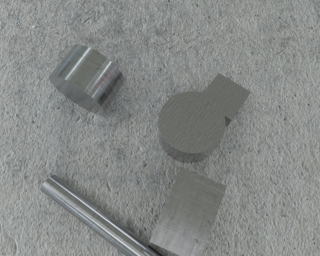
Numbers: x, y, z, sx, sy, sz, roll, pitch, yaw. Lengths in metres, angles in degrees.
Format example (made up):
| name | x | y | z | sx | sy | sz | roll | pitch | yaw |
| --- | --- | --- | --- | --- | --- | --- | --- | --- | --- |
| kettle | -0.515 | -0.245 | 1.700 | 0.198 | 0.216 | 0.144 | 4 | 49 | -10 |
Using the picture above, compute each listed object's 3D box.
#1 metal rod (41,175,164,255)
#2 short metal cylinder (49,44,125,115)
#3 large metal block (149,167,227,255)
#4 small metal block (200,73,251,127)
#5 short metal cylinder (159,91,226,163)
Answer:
| name | x | y | z | sx | sy | sz | roll | pitch | yaw |
| --- | --- | --- | --- | --- | --- | --- | --- | --- | --- |
| metal rod | -0.014 | 0.148 | 0.353 | 0.300 | 0.025 | 0.025 | 33 | 73 | 11 |
| short metal cylinder | -0.093 | -0.061 | 0.401 | 0.080 | 0.080 | 0.050 | 28 | 73 | 9 |
| large metal block | 0.029 | 0.097 | 0.344 | 0.050 | 0.080 | 0.080 | 22 | 72 | 8 |
| small metal block | 0.086 | -0.039 | 0.423 | 0.050 | 0.025 | 0.050 | 34 | 73 | 11 |
| short metal cylinder | 0.039 | 0.000 | 0.395 | 0.081 | 0.050 | 0.080 | 0 | 70 | 0 |
